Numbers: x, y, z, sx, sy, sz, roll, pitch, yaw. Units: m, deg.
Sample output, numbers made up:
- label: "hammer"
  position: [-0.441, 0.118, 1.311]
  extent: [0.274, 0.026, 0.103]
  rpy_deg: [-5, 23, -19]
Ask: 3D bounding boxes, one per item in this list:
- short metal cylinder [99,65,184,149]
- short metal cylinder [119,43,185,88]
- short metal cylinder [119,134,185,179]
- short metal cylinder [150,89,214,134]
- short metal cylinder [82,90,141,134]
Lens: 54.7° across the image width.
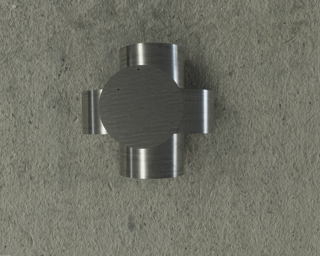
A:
- label: "short metal cylinder"
  position: [-0.018, -0.020, 0.318]
  extent: [0.081, 0.050, 0.079]
  rpy_deg: [0, 90, -1]
- label: "short metal cylinder"
  position: [-0.009, -0.070, 0.383]
  extent: [0.081, 0.080, 0.050]
  rpy_deg: [-2, 90, -1]
- label: "short metal cylinder"
  position: [-0.010, 0.031, 0.383]
  extent: [0.081, 0.080, 0.050]
  rpy_deg: [0, 90, -1]
- label: "short metal cylinder"
  position: [0.026, -0.019, 0.384]
  extent: [0.081, 0.080, 0.050]
  rpy_deg: [0, 90, -1]
- label: "short metal cylinder"
  position: [-0.055, -0.018, 0.383]
  extent: [0.081, 0.080, 0.050]
  rpy_deg: [-1, 90, -1]
